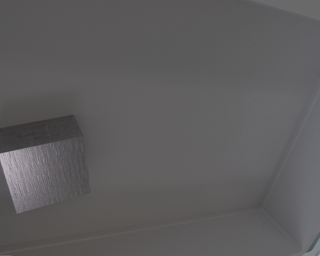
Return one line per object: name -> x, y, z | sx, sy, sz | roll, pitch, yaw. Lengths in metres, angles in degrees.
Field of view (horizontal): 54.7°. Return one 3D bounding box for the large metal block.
large metal block -> -0.127, 0.038, 0.347 | 0.081, 0.050, 0.079 | -13, 124, -22
